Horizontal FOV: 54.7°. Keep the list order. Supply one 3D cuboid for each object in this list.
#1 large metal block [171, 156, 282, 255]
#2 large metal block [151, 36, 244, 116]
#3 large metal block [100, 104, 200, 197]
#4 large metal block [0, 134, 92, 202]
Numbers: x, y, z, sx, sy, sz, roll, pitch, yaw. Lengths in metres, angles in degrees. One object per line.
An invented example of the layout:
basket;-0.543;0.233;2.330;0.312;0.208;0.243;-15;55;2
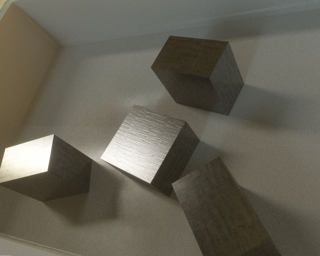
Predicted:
large metal block;0.062;0.085;0.286;0.050;0.080;0.080;-32;52;8
large metal block;0.049;-0.065;0.385;0.080;0.080;0.050;18;71;35
large metal block;-0.011;0.026;0.380;0.080;0.050;0.080;20;72;35
large metal block;-0.150;0.057;0.415;0.080;0.080;0.050;-15;56;20
